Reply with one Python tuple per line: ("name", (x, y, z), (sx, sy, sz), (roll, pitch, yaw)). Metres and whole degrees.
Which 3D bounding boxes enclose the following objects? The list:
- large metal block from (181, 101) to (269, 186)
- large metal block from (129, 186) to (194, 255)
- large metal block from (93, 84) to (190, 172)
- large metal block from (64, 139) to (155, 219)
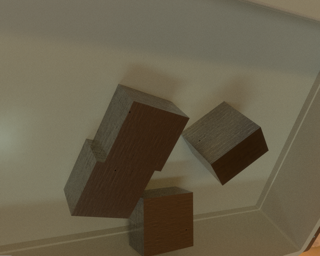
("large metal block", (0.089, 0.019, 0.436), (0.080, 0.080, 0.050), (-36, 130, -4))
("large metal block", (0.002, 0.134, 0.458), (0.081, 0.050, 0.079), (-1, 91, -29))
("large metal block", (-0.024, 0.002, 0.382), (0.081, 0.050, 0.080), (15, 110, -35))
("large metal block", (-0.067, 0.067, 0.399), (0.081, 0.050, 0.080), (15, 111, -35))
